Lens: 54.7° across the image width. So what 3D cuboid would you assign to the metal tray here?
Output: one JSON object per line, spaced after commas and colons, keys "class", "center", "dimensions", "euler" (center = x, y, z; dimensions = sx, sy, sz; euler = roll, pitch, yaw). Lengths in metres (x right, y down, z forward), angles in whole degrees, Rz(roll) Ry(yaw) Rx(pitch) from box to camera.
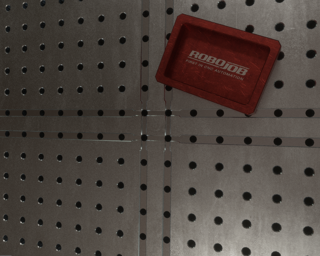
{"class": "metal tray", "center": [0.070, -0.079, 0.384], "dimensions": [0.130, 0.030, 0.089], "euler": [23, 97, 18]}
